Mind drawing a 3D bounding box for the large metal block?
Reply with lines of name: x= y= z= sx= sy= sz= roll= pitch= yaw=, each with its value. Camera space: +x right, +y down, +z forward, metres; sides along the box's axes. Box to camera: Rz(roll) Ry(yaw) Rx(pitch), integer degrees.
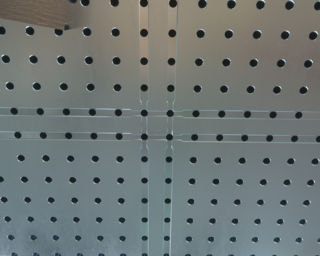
large metal block: x=-0.135 y=-0.157 z=0.341 sx=0.080 sy=0.050 sz=0.079 roll=10 pitch=110 yaw=-4
